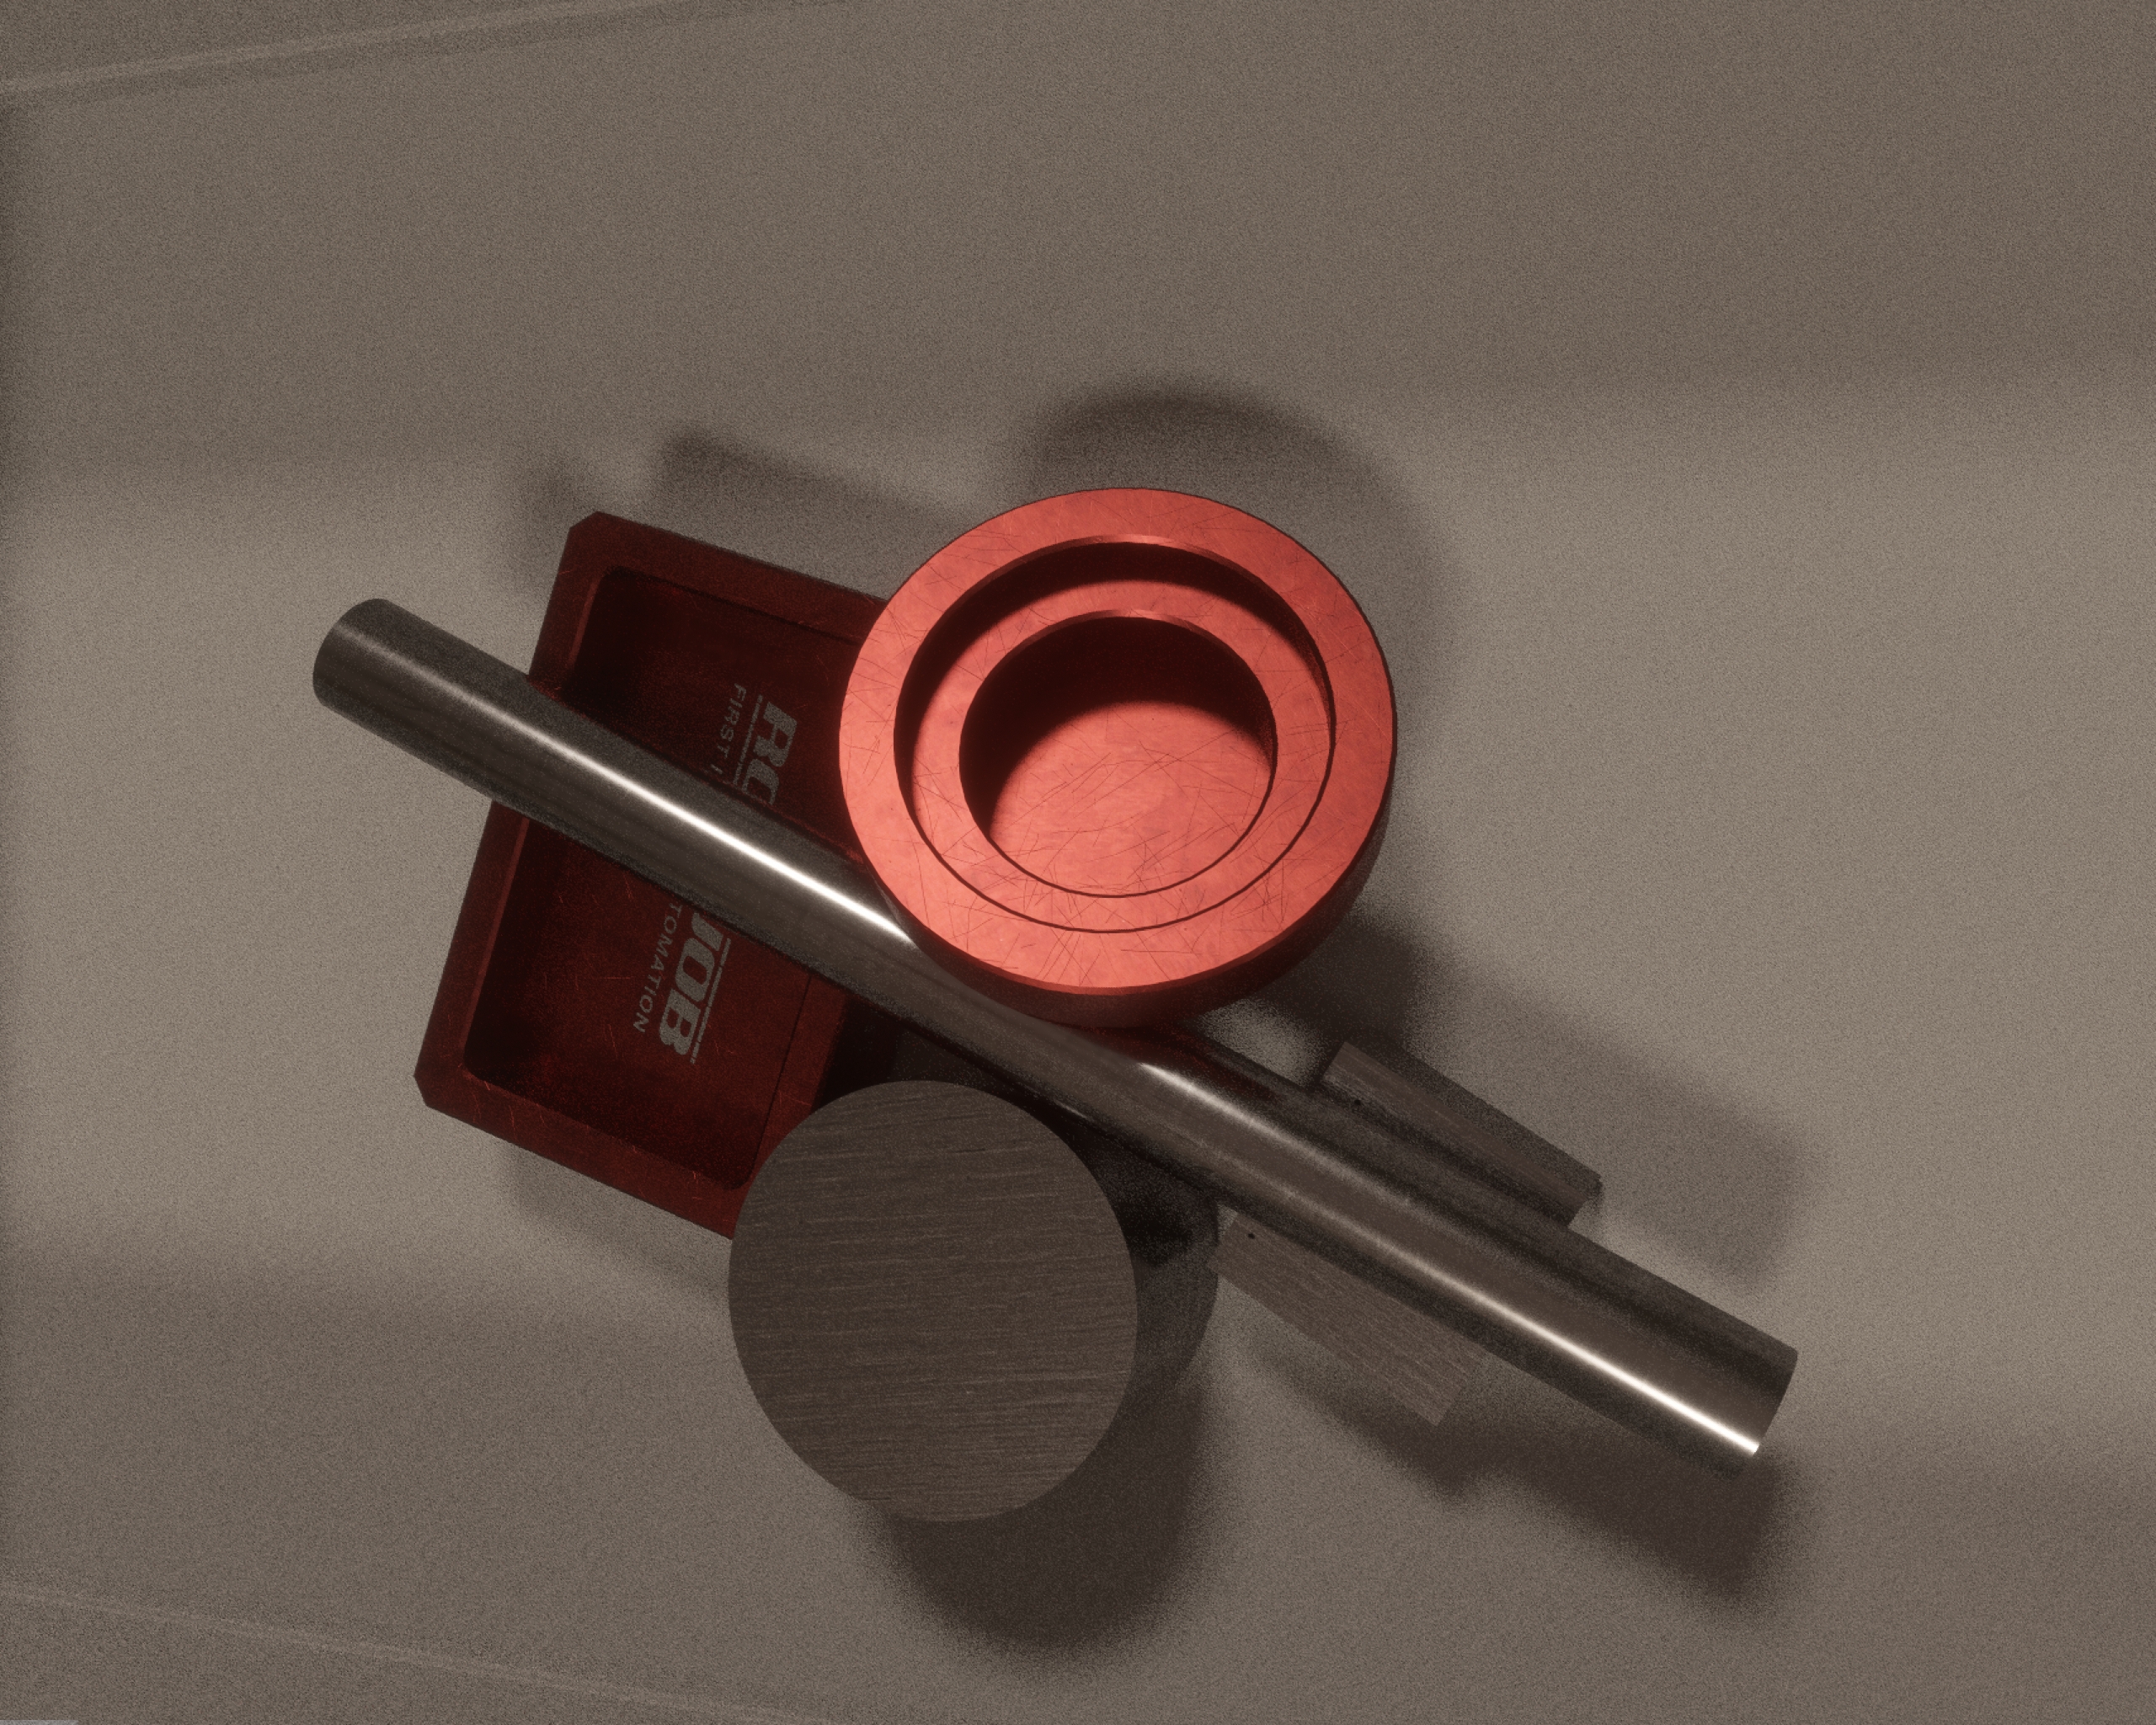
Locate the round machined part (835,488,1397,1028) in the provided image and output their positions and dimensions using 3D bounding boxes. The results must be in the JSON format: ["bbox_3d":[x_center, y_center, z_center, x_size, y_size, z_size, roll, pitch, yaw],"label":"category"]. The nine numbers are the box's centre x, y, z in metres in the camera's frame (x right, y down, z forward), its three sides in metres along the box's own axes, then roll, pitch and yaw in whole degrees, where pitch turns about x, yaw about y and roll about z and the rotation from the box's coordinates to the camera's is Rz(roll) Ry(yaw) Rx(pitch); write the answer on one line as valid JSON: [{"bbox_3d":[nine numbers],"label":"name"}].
[{"bbox_3d":[0.008,-0.016,0.383,0.099,0.042,0.098,-2,68,5],"label":"round machined part"}]

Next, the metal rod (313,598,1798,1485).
[{"bbox_3d":[-0.016,0.025,0.383,0.301,0.025,0.025,27,99,15],"label":"metal rod"}]

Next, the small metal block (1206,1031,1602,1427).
[{"bbox_3d":[0.060,0.066,0.387,0.050,0.025,0.050,33,100,16],"label":"small metal block"}]

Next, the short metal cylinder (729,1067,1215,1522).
[{"bbox_3d":[-0.019,0.079,0.401,0.080,0.050,0.079,0,90,19],"label":"short metal cylinder"}]

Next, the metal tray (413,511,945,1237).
[{"bbox_3d":[-0.076,0.002,0.431,0.090,0.030,0.129,20,96,18],"label":"metal tray"}]
